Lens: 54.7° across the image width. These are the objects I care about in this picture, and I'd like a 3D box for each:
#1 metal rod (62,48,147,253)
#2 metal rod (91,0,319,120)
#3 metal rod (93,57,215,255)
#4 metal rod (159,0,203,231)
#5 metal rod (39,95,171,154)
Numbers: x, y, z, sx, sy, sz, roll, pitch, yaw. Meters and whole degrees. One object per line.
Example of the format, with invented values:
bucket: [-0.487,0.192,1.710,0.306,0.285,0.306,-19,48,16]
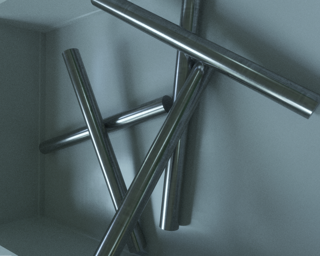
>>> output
metal rod: [-0.081,0.028,0.443,0.025,0.025,0.299,-24,84,37]
metal rod: [0.031,-0.096,0.348,0.300,0.025,0.025,34,111,24]
metal rod: [-0.014,0.054,0.338,0.025,0.025,0.299,21,78,38]
metal rod: [0.026,-0.022,0.383,0.025,0.025,0.298,9,96,39]
metal rod: [-0.102,0.004,0.488,0.300,0.025,0.025,-17,80,38]
